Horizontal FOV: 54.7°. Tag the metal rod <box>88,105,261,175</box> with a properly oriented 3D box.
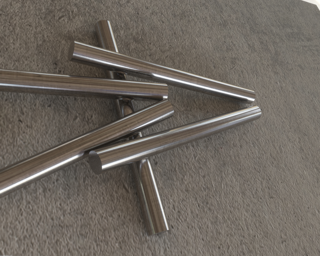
[{"bbox_3d":[0.045,0.005,0.408,0.302,0.025,0.025,-15,70,-41],"label":"metal rod"}]

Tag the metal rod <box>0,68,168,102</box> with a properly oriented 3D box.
[{"bbox_3d":[-0.135,-0.050,0.346,0.303,0.025,0.025,2,61,-21],"label":"metal rod"}]

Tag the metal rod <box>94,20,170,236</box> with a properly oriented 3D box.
[{"bbox_3d":[-0.042,-0.017,0.394,0.025,0.025,0.299,-3,63,-30],"label":"metal rod"}]

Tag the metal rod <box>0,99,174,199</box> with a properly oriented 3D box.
[{"bbox_3d":[-0.107,0.032,0.311,0.302,0.025,0.025,-26,76,-32],"label":"metal rod"}]

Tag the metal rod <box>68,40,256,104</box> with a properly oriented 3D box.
[{"bbox_3d":[0.023,-0.072,0.442,0.302,0.025,0.025,9,58,-31],"label":"metal rod"}]
